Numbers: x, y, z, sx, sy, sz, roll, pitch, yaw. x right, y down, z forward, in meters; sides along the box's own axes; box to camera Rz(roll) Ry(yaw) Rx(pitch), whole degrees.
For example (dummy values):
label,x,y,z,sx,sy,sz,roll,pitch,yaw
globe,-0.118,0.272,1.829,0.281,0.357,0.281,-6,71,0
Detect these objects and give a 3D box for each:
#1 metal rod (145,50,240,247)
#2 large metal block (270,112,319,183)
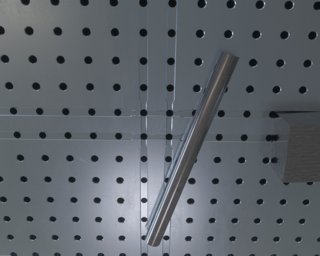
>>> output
label,x,y,z,sx,sy,sz,roll,pitch,yaw
metal rod,0.037,0.041,0.428,0.025,0.025,0.298,18,109,-7
large metal block,0.199,0.024,0.411,0.080,0.050,0.079,-2,110,0
